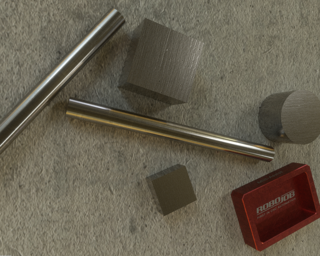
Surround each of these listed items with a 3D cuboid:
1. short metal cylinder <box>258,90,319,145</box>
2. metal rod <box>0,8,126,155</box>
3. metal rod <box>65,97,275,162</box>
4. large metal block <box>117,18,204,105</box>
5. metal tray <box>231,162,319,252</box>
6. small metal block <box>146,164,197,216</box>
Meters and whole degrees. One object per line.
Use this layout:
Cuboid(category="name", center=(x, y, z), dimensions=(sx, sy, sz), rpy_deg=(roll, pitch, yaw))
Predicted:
Cuboid(category="short metal cylinder", center=(0.199, -0.016, 0.471), dimensions=(0.081, 0.050, 0.079), rpy_deg=(0, 90, -21))
Cuboid(category="metal rod", center=(-0.146, -0.027, 0.355), dimensions=(0.025, 0.025, 0.300), rpy_deg=(43, 76, -15))
Cuboid(category="metal rod", center=(0.028, 0.007, 0.420), dimensions=(0.302, 0.025, 0.025), rpy_deg=(13, 86, -20))
Cuboid(category="large metal block", center=(0.000, -0.080, 0.397), dimensions=(0.081, 0.050, 0.080), rpy_deg=(17, 84, -20))
Cuboid(category="metal tray", center=(0.180, 0.117, 0.475), dimensions=(0.131, 0.030, 0.089), rpy_deg=(-19, 97, -19))
Cuboid(category="small metal block", center=(0.015, 0.082, 0.416), dimensions=(0.050, 0.025, 0.050), rpy_deg=(-21, 97, -19))
